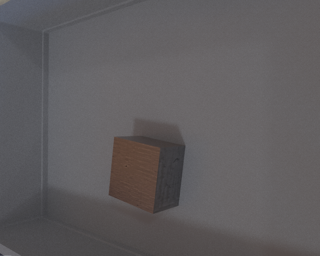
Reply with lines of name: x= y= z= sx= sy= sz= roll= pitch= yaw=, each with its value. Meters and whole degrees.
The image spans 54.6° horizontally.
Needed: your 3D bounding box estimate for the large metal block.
large metal block: x=-0.018 y=0.056 z=0.407 sx=0.080 sy=0.050 sz=0.080 roll=11 pitch=97 yaw=39
